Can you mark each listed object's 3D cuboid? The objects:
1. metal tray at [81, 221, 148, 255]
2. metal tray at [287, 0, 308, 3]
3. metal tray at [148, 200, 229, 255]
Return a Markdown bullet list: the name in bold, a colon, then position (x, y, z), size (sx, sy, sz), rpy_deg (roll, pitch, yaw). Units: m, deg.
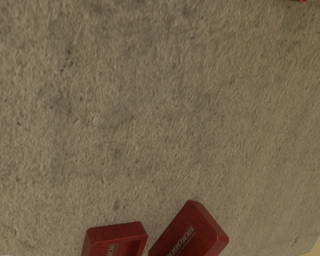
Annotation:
- **metal tray**: position (-0.079, 0.212, 0.493), size (0.091, 0.030, 0.129), rpy_deg (2, 118, -30)
- **metal tray**: position (0.204, -0.224, 0.370), size (0.130, 0.030, 0.090), rpy_deg (-32, 125, -5)
- **metal tray**: position (0.043, 0.197, 0.512), size (0.030, 0.090, 0.129), rpy_deg (27, 103, -38)
